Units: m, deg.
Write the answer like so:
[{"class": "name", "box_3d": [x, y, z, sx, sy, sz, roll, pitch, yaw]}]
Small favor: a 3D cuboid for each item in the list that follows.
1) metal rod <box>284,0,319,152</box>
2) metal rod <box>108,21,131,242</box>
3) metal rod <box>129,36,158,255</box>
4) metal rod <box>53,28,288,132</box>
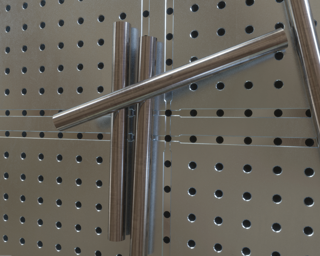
[{"class": "metal rod", "box_3d": [0.172, -0.075, 0.352, 0.025, 0.025, 0.298, -13, 86, 19]}, {"class": "metal rod", "box_3d": [-0.056, 0.005, 0.431, 0.025, 0.025, 0.298, 2, 91, 19]}, {"class": "metal rod", "box_3d": [-0.023, 0.028, 0.419, 0.025, 0.025, 0.298, 3, 91, 19]}, {"class": "metal rod", "box_3d": [0.005, -0.056, 0.387, 0.301, 0.025, 0.025, -19, 84, 10]}]
